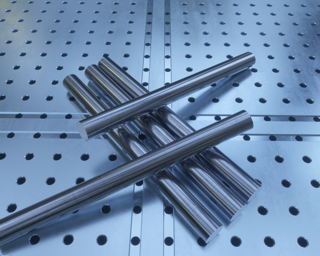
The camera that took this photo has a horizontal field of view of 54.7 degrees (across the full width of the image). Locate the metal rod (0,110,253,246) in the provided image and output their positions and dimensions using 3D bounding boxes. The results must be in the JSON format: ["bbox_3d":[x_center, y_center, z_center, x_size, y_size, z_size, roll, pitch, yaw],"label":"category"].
[{"bbox_3d":[-0.034,0.050,0.338,0.302,0.025,0.025,-24,54,-9],"label":"metal rod"}]

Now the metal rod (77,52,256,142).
[{"bbox_3d":[0.029,-0.054,0.427,0.302,0.025,0.025,-26,55,-31],"label":"metal rod"}]

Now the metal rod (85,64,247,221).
[{"bbox_3d":[-0.011,0.002,0.406,0.025,0.025,0.300,-32,57,-24],"label":"metal rod"}]

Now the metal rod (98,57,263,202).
[{"bbox_3d":[0.009,-0.014,0.419,0.025,0.025,0.300,-33,58,-25],"label":"metal rod"}]

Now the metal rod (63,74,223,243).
[{"bbox_3d":[-0.039,0.019,0.390,0.025,0.025,0.300,-32,57,-24],"label":"metal rod"}]
